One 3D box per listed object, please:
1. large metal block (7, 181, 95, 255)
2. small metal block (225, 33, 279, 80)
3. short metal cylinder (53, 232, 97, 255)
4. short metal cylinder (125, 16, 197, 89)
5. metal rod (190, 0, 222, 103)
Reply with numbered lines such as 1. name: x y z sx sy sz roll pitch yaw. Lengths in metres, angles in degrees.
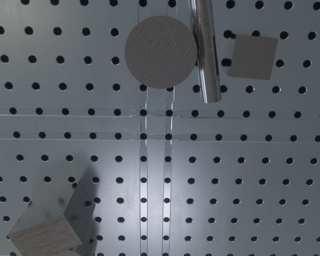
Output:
1. large metal block: -0.145 0.128 0.430 0.080 0.080 0.050 -22 109 8
2. small metal block: 0.112 -0.088 0.382 0.050 0.025 0.050 5 110 -2
3. short metal cylinder: -0.142 0.198 0.472 0.081 0.050 0.079 0 110 0
4. short metal cylinder: 0.001 -0.091 0.367 0.081 0.050 0.079 0 110 0
5. metal rod: 0.042 -0.174 0.349 0.025 0.025 0.298 -9 110 3
